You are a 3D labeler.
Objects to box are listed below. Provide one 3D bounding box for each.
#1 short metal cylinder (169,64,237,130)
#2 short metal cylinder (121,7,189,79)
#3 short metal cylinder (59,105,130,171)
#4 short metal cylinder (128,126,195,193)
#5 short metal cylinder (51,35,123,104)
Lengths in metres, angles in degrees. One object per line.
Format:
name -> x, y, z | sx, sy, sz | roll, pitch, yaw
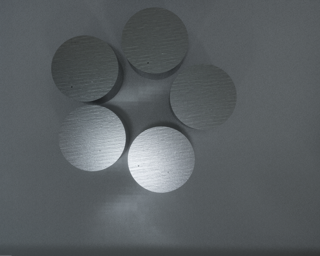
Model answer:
short metal cylinder -> 0.052, -0.038, 0.397 | 0.081, 0.050, 0.080 | 0, 90, 0
short metal cylinder -> -0.006, -0.105, 0.397 | 0.081, 0.050, 0.080 | 0, 90, 0
short metal cylinder -> -0.081, 0.012, 0.396 | 0.081, 0.050, 0.080 | 0, 90, 0
short metal cylinder -> 0.002, 0.038, 0.397 | 0.081, 0.050, 0.080 | 0, 90, 0
short metal cylinder -> -0.090, -0.071, 0.396 | 0.081, 0.050, 0.080 | 0, 90, 0
